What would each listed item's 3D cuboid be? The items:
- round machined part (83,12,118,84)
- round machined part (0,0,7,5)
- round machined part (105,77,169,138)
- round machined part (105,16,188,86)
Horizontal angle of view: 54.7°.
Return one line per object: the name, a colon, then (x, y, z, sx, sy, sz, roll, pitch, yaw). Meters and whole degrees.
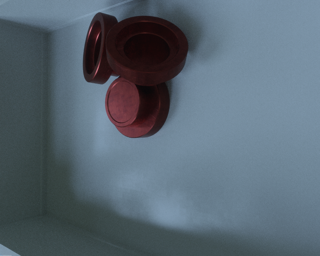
round machined part: (-0.076, -0.111, 0.445, 0.098, 0.042, 0.098, -18, 69, 59)
round machined part: (-0.383, -0.324, 0.715, 0.098, 0.042, 0.097, 0, 90, 40)
round machined part: (-0.038, -0.035, 0.427, 0.098, 0.042, 0.097, 0, 90, 40)
round machined part: (-0.017, -0.091, 0.386, 0.098, 0.099, 0.042, 56, 158, 25)
